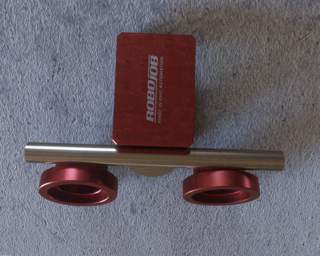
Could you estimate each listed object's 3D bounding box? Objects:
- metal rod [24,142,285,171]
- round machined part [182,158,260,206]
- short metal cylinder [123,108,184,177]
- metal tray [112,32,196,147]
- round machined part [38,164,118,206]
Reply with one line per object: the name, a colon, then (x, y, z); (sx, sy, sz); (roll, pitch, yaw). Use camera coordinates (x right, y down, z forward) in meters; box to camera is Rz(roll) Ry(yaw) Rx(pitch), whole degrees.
metal rod: (-0.005, 0.035, 0.371); (0.302, 0.025, 0.025); (2, 110, -2)
round machined part: (0.079, 0.071, 0.411); (0.099, 0.042, 0.098); (0, 153, 0)
short metal cylinder: (-0.009, 0.016, 0.404); (0.081, 0.050, 0.079); (0, 110, -1)
metal tray: (-0.006, -0.043, 0.364); (0.091, 0.030, 0.129); (2, 84, -2)
round machined part: (-0.105, 0.068, 0.408); (0.099, 0.042, 0.098); (-1, 149, 0)
